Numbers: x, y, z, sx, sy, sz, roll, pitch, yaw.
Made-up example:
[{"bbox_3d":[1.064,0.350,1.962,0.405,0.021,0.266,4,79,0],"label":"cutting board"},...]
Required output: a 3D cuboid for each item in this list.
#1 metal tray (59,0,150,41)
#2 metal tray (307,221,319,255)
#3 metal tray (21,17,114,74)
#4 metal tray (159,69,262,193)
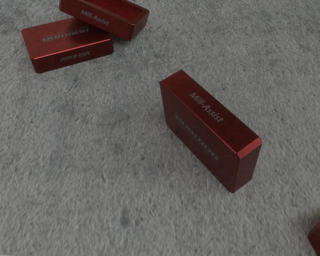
[{"bbox_3d":[-0.093,-0.204,0.535,0.131,0.030,0.090,24,38,0],"label":"metal tray"},{"bbox_3d":[0.213,0.143,0.283,0.091,0.030,0.130,-10,51,-9],"label":"metal tray"},{"bbox_3d":[-0.155,-0.145,0.520,0.131,0.030,0.090,-20,53,-17],"label":"metal tray"},{"bbox_3d":[0.053,0.003,0.356,0.030,0.090,0.130,-33,57,-15],"label":"metal tray"}]
